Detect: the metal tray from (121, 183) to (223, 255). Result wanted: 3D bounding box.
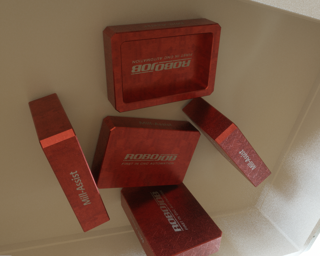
[{"bbox_3d":[0.010,0.121,0.419,0.091,0.130,0.030,-12,124,-23],"label":"metal tray"}]

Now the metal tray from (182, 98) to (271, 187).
[{"bbox_3d":[0.093,0.019,0.428,0.030,0.090,0.130,-44,130,3],"label":"metal tray"}]

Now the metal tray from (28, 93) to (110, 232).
[{"bbox_3d":[-0.097,0.038,0.335,0.030,0.090,0.129,-23,128,-16],"label":"metal tray"}]

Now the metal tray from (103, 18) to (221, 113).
[{"bbox_3d":[0.004,-0.074,0.361,0.131,0.030,0.089,-13,124,-22],"label":"metal tray"}]

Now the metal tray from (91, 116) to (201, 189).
[{"bbox_3d":[-0.018,0.034,0.414,0.131,0.030,0.089,3,117,-30],"label":"metal tray"}]
